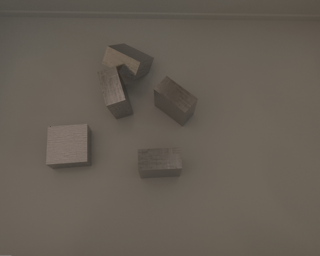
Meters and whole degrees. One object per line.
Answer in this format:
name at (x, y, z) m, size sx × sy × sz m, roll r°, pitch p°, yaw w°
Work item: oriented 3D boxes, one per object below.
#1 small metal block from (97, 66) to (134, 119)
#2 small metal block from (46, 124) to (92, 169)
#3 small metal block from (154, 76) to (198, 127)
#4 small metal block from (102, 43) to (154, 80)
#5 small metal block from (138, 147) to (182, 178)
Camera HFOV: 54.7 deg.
small metal block at (-0.058, -0.046, 0.411) m, size 0.025 × 0.050 × 0.050 m, roll -18°, pitch 71°, yaw 1°
small metal block at (-0.116, 0.024, 0.400) m, size 0.050 × 0.025 × 0.050 m, roll -4°, pitch 70°, yaw -2°
small metal block at (0.020, -0.034, 0.409) m, size 0.050 × 0.050 × 0.025 m, roll 38°, pitch 75°, yaw 12°
small metal block at (-0.043, -0.093, 0.428) m, size 0.050 × 0.050 × 0.025 m, roll 28°, pitch 116°, yaw 9°
small metal block at (0.000, 0.044, 0.380) m, size 0.050 × 0.050 × 0.025 m, roll -3°, pitch 70°, yaw -1°
